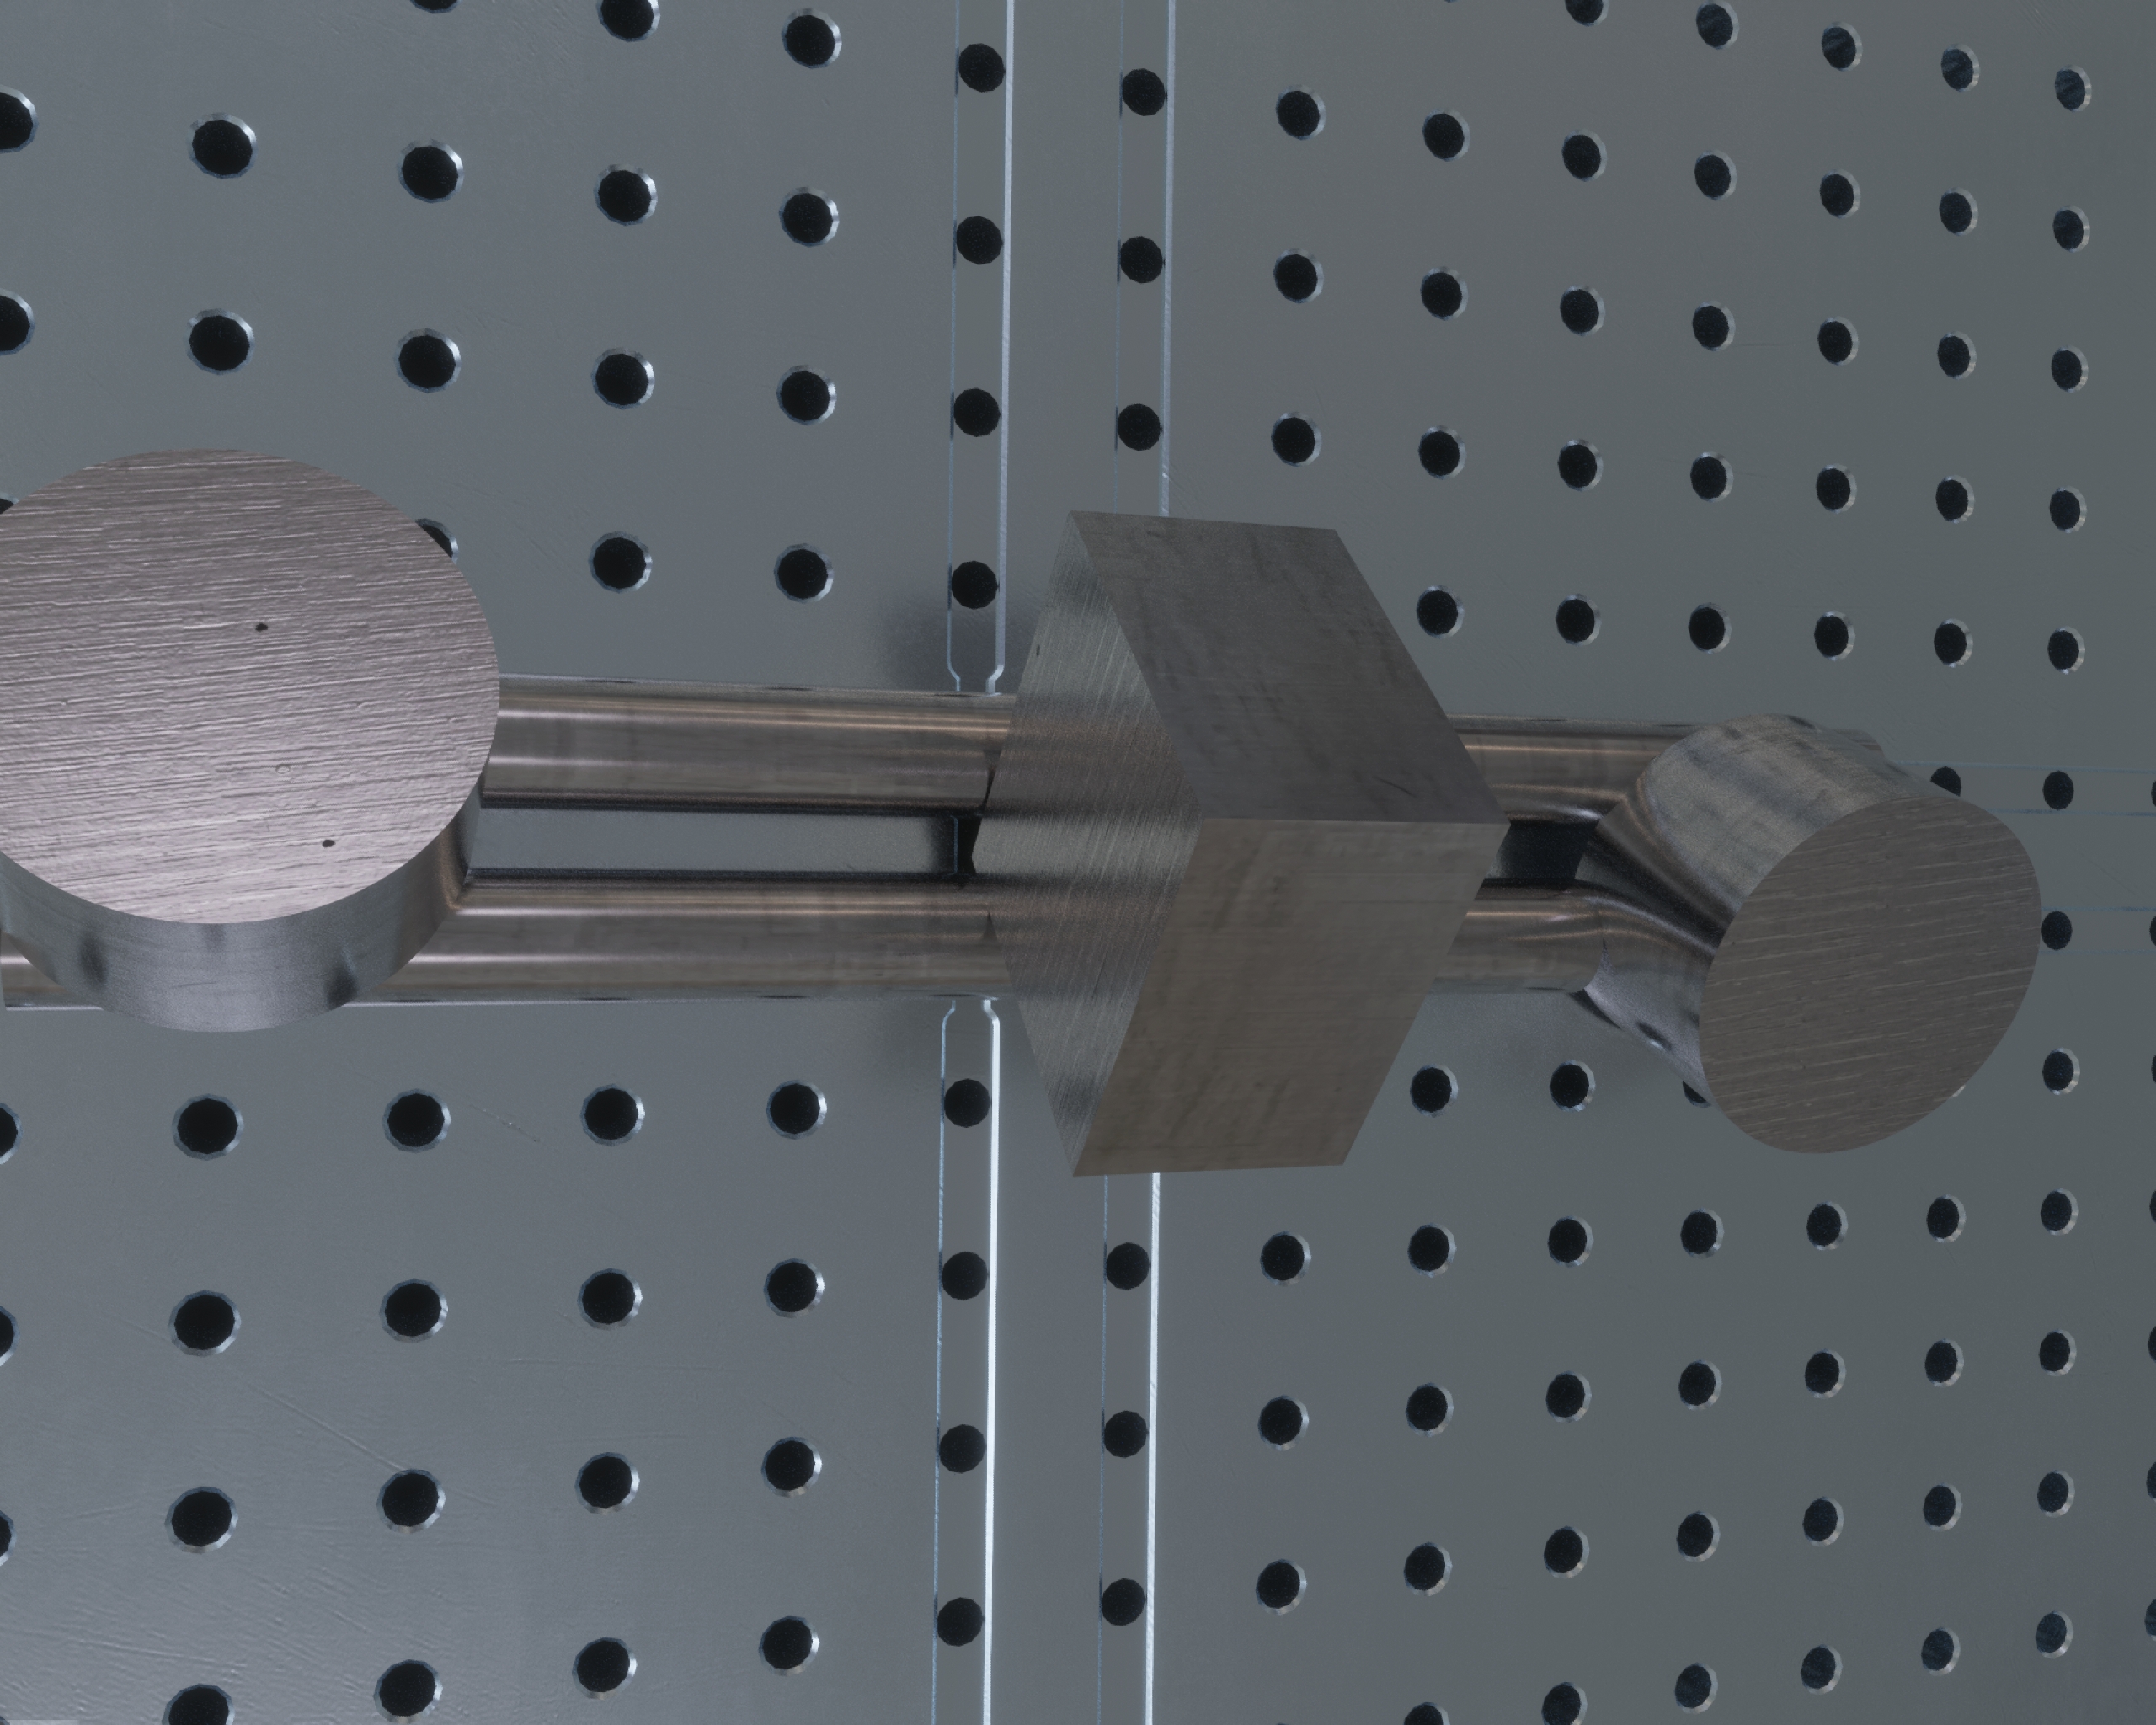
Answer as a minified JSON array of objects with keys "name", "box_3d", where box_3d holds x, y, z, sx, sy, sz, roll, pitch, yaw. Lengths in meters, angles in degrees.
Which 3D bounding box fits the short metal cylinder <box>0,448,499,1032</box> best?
[{"name":"short metal cylinder","box_3d":[-0.136,-0.019,0.334,0.081,0.050,0.080,8,65,-17]}]

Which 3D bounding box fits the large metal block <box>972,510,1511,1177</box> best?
[{"name":"large metal block","box_3d":[0.023,-0.003,0.360,0.050,0.080,0.079,1,132,-20]}]

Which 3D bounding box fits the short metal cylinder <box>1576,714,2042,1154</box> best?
[{"name":"short metal cylinder","box_3d":[0.152,0.014,0.441,0.081,0.050,0.079,-8,115,-16]}]

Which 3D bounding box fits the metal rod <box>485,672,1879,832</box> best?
[{"name":"metal rod","box_3d":[0.035,-0.020,0.425,0.302,0.025,0.025,1,90,-20]}]

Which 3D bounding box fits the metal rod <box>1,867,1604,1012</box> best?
[{"name":"metal rod","box_3d":[-0.035,0.014,0.399,0.302,0.025,0.025,1,90,-20]}]
